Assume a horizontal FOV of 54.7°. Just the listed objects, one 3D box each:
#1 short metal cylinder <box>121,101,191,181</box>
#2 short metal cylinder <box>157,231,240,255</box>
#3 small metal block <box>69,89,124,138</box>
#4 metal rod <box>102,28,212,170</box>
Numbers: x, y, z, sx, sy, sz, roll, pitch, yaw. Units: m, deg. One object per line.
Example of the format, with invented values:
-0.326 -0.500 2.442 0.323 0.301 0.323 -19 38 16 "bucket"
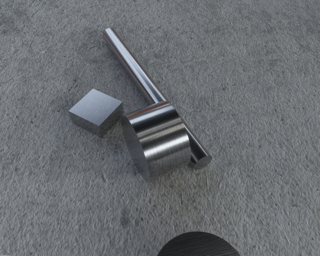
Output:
-0.006 0.014 0.355 0.050 0.080 0.080 -21 53 -17 "short metal cylinder"
0.033 0.139 0.271 0.081 0.050 0.080 0 50 0 "short metal cylinder"
-0.085 -0.021 0.420 0.050 0.025 0.050 25 54 19 "small metal block"
-0.018 -0.061 0.453 0.025 0.025 0.300 -22 54 -18 "metal rod"
